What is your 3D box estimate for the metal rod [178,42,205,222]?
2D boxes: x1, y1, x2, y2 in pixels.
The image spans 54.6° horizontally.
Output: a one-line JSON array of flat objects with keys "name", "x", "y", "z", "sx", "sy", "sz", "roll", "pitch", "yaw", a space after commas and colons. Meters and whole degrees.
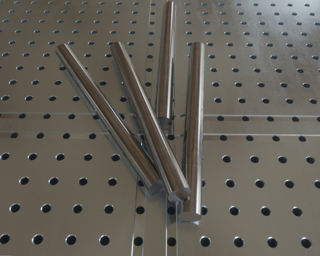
[{"name": "metal rod", "x": 0.047, "y": -0.020, "z": 0.424, "sx": 0.025, "sy": 0.025, "sz": 0.300, "roll": 5, "pitch": 50, "yaw": 4}]

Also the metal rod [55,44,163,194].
[{"name": "metal rod", "x": -0.082, "y": -0.031, "z": 0.433, "sx": 0.025, "sy": 0.025, "sz": 0.300, "roll": -26, "pitch": 55, "yaw": -20}]

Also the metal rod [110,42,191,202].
[{"name": "metal rod", "x": -0.025, "y": -0.032, "z": 0.419, "sx": 0.025, "sy": 0.025, "sz": 0.300, "roll": -14, "pitch": 47, "yaw": -11}]

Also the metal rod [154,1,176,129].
[{"name": "metal rod", "x": 0.011, "y": -0.121, "z": 0.509, "sx": 0.025, "sy": 0.025, "sz": 0.300, "roll": 2, "pitch": 50, "yaw": 2}]
